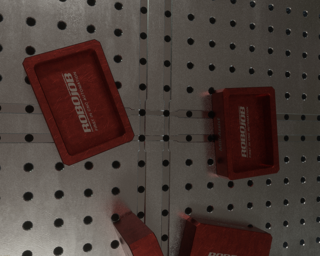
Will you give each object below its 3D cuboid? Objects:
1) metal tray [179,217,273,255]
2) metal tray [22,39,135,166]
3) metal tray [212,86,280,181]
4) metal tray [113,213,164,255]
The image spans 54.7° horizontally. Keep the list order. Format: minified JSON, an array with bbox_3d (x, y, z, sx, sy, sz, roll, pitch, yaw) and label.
[{"bbox_3d":[0.093,0.185,0.446,0.131,0.030,0.090,15,85,-20],"label":"metal tray"},{"bbox_3d":[-0.096,-0.031,0.374,0.091,0.030,0.129,-22,98,-19],"label":"metal tray"},{"bbox_3d":[0.128,0.006,0.458,0.091,0.030,0.129,-5,92,-20],"label":"metal tray"},{"bbox_3d":[-0.011,0.177,0.375,0.030,0.090,0.129,-23,98,-19],"label":"metal tray"}]
